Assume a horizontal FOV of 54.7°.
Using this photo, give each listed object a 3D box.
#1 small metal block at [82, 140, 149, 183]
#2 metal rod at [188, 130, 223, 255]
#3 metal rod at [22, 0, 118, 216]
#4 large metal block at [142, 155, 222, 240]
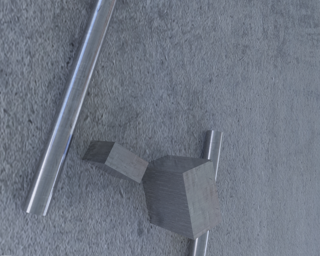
[{"bbox_3d":[-0.050,0.037,0.347,0.050,0.050,0.025,37,68,-34],"label":"small metal block"},{"bbox_3d":[0.059,0.152,0.454,0.025,0.025,0.299,16,80,-39],"label":"metal rod"},{"bbox_3d":[-0.084,-0.059,0.333,0.025,0.025,0.299,24,75,-38],"label":"metal rod"},{"bbox_3d":[0.025,0.082,0.390,0.050,0.080,0.079,-17,101,-39],"label":"large metal block"}]
